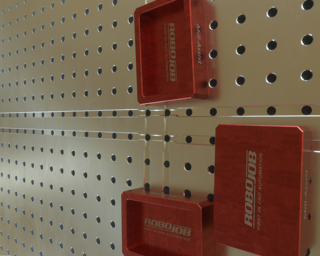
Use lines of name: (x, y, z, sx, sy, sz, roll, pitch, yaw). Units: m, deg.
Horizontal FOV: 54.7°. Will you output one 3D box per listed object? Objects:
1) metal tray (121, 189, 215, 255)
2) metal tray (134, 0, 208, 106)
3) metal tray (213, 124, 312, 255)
metal tray: (0.006, 0.131, 0.398, 0.130, 0.030, 0.089, -1, 89, 39)
metal tray: (0.012, -0.097, 0.394, 0.090, 0.030, 0.129, -4, 87, 39)
metal tray: (0.103, 0.061, 0.320, 0.090, 0.030, 0.129, 2, 91, 39)
